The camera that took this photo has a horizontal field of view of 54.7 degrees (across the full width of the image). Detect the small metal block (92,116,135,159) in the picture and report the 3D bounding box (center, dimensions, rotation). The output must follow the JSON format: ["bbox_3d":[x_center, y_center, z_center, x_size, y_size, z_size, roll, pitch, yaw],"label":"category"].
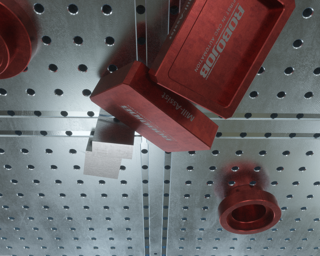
[{"bbox_3d":[-0.059,0.012,0.405,0.050,0.050,0.025,6,130,-6],"label":"small metal block"}]

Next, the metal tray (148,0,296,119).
[{"bbox_3d":[0.059,-0.085,0.299,0.090,0.030,0.129,26,98,-20],"label":"metal tray"}]

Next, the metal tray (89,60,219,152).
[{"bbox_3d":[-0.007,-0.017,0.364,0.130,0.030,0.090,36,155,-27],"label":"metal tray"}]

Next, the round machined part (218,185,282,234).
[{"bbox_3d":[0.145,0.132,0.514,0.099,0.042,0.097,0,130,0],"label":"round machined part"}]

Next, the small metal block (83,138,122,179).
[{"bbox_3d":[-0.082,0.045,0.449,0.050,0.025,0.050,10,130,-8],"label":"small metal block"}]

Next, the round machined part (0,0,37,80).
[{"bbox_3d":[-0.184,-0.091,0.321,0.099,0.042,0.097,0,130,0],"label":"round machined part"}]
